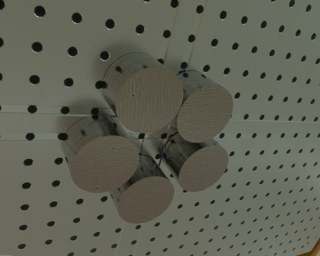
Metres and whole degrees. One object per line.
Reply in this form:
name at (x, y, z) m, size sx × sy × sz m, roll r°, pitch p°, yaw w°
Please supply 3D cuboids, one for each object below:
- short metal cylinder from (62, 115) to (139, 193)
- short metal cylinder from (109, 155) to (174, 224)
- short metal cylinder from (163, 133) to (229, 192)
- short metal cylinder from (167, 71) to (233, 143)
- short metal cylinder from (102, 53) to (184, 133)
short metal cylinder at (-0.072, 0.031, 0.374) m, size 0.081 × 0.050 × 0.079 m, roll -14°, pitch 125°, yaw -21°
short metal cylinder at (-0.027, 0.085, 0.431) m, size 0.081 × 0.050 × 0.079 m, roll -13°, pitch 124°, yaw -21°
short metal cylinder at (0.051, 0.046, 0.450) m, size 0.081 × 0.050 × 0.079 m, roll -14°, pitch 126°, yaw -20°
short metal cylinder at (0.046, -0.028, 0.402) m, size 0.081 × 0.050 × 0.079 m, roll -14°, pitch 124°, yaw -21°
short metal cylinder at (-0.020, -0.041, 0.358) m, size 0.081 × 0.050 × 0.079 m, roll -14°, pitch 125°, yaw -21°
